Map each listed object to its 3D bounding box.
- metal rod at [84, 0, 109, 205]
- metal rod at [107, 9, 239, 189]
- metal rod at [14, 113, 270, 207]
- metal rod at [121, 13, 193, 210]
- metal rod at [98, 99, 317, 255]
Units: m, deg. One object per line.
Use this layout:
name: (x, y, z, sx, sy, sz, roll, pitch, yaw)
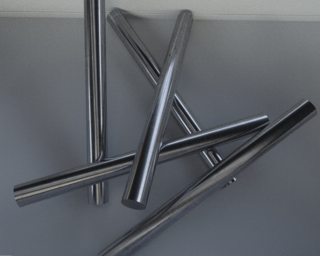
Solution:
metal rod: (-0.077, -0.059, 0.373, 0.025, 0.025, 0.298, -1, 92, 0)
metal rod: (0.009, -0.051, 0.427, 0.025, 0.025, 0.299, -30, 73, -10)
metal rod: (-0.011, 0.033, 0.363, 0.302, 0.025, 0.025, -16, 71, -11)
metal rod: (0.006, -0.045, 0.386, 0.025, 0.025, 0.300, 12, 56, 4)
metal rod: (0.058, 0.064, 0.362, 0.301, 0.025, 0.025, -36, 74, -3)
